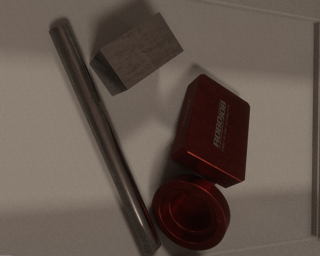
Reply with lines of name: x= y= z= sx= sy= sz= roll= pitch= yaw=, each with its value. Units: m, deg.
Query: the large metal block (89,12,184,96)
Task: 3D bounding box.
large metal block: x=-0.031 y=-0.084 z=0.370 sx=0.080 sy=0.080 sz=0.050 roll=-38 pitch=103 yaw=-16

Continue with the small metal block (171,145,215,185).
small metal block: x=0.050 y=0.049 z=0.417 sx=0.050 sy=0.050 sz=0.025 roll=39 pitch=77 yaw=-16

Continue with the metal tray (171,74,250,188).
metal tray: x=0.071 y=0.001 z=0.404 sx=0.090 sy=0.030 sz=0.130 roll=30 pitch=52 yaw=-18

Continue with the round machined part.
round machined part: x=0.043 y=0.103 z=0.400 sx=0.042 sy=0.098 sz=0.098 roll=-34 pitch=105 yaw=-58

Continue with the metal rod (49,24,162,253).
metal rod: x=-0.065 y=0.020 z=0.387 sx=0.025 sy=0.025 sz=0.299 roll=-24 pitch=98 yaw=-19
